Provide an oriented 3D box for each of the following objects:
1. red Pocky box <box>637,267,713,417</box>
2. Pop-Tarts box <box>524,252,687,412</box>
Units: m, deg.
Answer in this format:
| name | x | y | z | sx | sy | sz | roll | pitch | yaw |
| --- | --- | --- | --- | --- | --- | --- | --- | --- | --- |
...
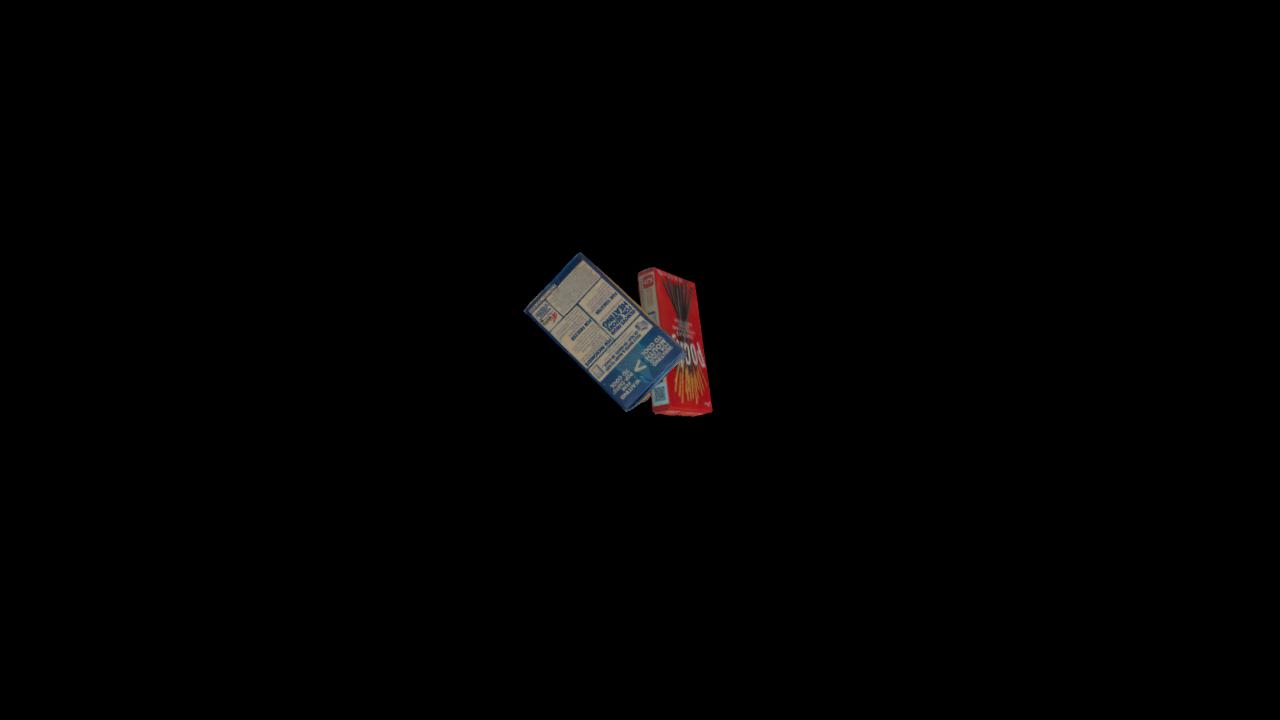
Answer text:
| name | x | y | z | sx | sy | sz | roll | pitch | yaw |
| --- | --- | --- | --- | --- | --- | --- | --- | --- | --- |
| red Pocky box | 0.039 | -0.018 | 0.667 | 0.028 | 0.155 | 0.083 | -15 | -15 | 35 |
| Pop-Tarts box | -0.026 | -0.026 | 0.656 | 0.141 | 0.083 | 0.167 | 43 | 4 | 5 |
